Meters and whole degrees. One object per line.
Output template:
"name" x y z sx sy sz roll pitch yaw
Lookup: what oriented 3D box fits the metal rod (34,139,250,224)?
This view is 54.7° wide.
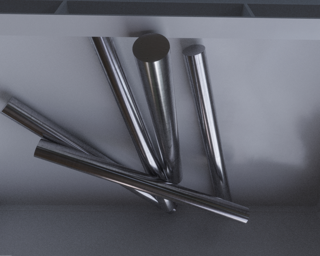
"metal rod" -0.017 0.076 0.422 0.302 0.025 0.025 20 127 -10

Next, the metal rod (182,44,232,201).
"metal rod" 0.074 0.025 0.430 0.025 0.025 0.299 -11 130 9

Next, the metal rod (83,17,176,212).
"metal rod" -0.027 0.007 0.403 0.025 0.025 0.299 -12 126 10

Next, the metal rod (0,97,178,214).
"metal rod" -0.085 0.053 0.452 0.025 0.025 0.301 -37 121 27

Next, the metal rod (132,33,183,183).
"metal rod" 0.008 0.010 0.341 0.025 0.025 0.299 -5 154 4
